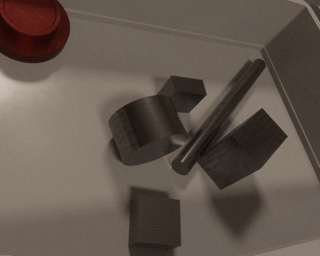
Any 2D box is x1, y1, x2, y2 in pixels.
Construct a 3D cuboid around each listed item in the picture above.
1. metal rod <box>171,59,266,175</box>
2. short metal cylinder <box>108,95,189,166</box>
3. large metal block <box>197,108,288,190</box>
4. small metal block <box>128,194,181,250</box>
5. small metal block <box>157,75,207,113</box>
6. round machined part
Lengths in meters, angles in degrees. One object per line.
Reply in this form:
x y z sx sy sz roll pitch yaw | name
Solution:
0.106 -0.034 0.485 0.025 0.025 0.301 43 51 1 | metal rod
-0.014 0.004 0.362 0.081 0.080 0.050 -11 68 -33 | short metal cylinder
0.109 0.029 0.414 0.081 0.080 0.050 -35 82 -38 | large metal block
-0.005 0.104 0.341 0.050 0.025 0.050 14 56 -21 | small metal block
0.029 -0.046 0.435 0.050 0.050 0.025 3 61 -27 | small metal block
-0.159 -0.132 0.376 0.099 0.042 0.098 8 72 -26 | round machined part
